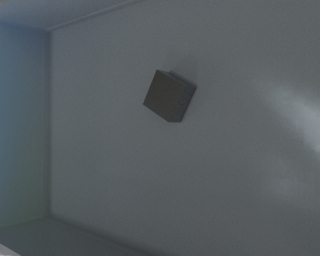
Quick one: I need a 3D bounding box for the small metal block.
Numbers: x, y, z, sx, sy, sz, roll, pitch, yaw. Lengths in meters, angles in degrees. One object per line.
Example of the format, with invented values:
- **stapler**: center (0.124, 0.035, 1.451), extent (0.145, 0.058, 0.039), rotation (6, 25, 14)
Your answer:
- **small metal block**: center (0.011, -0.041, 0.398), extent (0.050, 0.025, 0.050), rotation (36, 112, 34)
